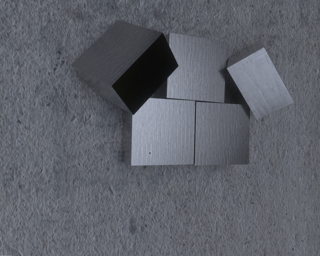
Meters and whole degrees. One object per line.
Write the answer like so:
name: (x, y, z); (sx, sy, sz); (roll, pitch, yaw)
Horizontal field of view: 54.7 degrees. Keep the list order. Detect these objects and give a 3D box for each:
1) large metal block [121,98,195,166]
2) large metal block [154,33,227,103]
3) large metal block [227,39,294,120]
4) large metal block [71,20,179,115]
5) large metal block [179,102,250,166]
large metal block: (-0.003, 0.005, 0.396); (0.081, 0.050, 0.079); (1, 90, -21)
large metal block: (0.039, -0.075, 0.413); (0.081, 0.050, 0.079); (3, 89, -20)
large metal block: (0.136, -0.069, 0.426); (0.050, 0.080, 0.080); (-28, 103, 23)
large metal block: (-0.040, -0.073, 0.359); (0.080, 0.080, 0.050); (-49, 140, -14)
large metal block: (0.073, 0.008, 0.423); (0.081, 0.050, 0.079); (1, 90, -21)
